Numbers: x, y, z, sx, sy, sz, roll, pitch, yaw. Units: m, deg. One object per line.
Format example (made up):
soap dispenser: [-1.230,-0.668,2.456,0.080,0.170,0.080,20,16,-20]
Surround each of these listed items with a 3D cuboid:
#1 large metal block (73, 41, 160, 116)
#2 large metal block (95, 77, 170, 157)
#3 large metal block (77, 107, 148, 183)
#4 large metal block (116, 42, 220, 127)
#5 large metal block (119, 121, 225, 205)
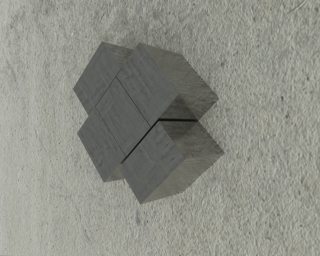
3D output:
large metal block: [-0.055,-0.060,0.414,0.080,0.081,0.050,-49,61,28]
large metal block: [-0.019,-0.014,0.385,0.050,0.081,0.080,-50,61,28]
large metal block: [-0.048,0.020,0.409,0.050,0.081,0.080,-50,61,28]
large metal block: [0.010,-0.047,0.361,0.050,0.081,0.080,-50,61,28]
large metal block: [0.014,0.038,0.358,0.080,0.081,0.050,-49,61,28]
